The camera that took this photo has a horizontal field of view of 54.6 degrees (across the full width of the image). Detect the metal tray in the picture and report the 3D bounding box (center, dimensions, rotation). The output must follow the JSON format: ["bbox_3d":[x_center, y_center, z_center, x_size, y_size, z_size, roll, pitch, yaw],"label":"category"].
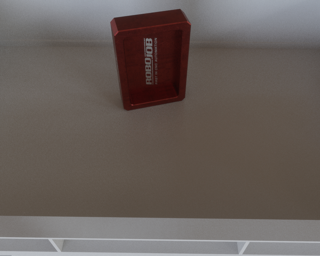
[{"bbox_3d":[-0.011,-0.084,0.408,0.091,0.129,0.030,-11,51,-9],"label":"metal tray"}]
